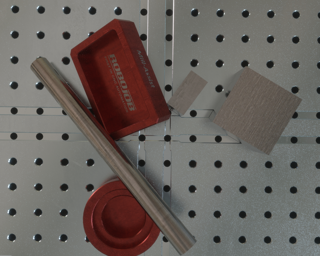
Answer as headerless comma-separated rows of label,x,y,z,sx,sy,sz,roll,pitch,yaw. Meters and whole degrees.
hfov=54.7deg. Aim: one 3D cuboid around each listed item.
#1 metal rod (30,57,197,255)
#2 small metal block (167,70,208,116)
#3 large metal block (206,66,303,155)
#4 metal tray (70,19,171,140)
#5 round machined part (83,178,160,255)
metal rod,-0.064,0.026,0.382,0.025,0.025,0.300,-41,78,0
small metal block,0.033,-0.043,0.401,0.025,0.050,0.050,36,90,-1
large metal block,0.119,-0.021,0.403,0.080,0.050,0.080,31,90,-1
metal tray,-0.051,-0.056,0.387,0.090,0.030,0.129,-22,90,33
round machined part,-0.046,0.113,0.404,0.099,0.042,0.097,0,90,-1
